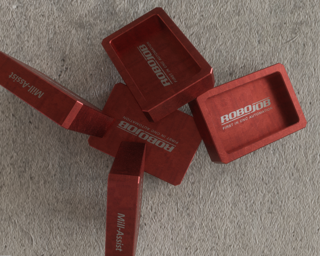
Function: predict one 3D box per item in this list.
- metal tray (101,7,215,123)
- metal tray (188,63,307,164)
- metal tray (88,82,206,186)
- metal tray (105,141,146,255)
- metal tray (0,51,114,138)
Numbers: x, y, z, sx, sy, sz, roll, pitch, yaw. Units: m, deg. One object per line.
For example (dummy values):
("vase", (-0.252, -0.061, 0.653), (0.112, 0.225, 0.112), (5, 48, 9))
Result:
("metal tray", (-0.005, -0.081, 0.379), (0.090, 0.030, 0.130), (-31, 61, -1))
("metal tray", (0.112, -0.019, 0.394), (0.131, 0.030, 0.090), (-22, 90, -15))
("metal tray", (-0.016, 0.008, 0.408), (0.131, 0.030, 0.090), (26, 90, -1))
("metal tray", (-0.039, 0.091, 0.359), (0.030, 0.090, 0.129), (6, 111, 0))
("metal tray", (-0.127, -0.038, 0.362), (0.130, 0.090, 0.030), (31, 90, 16))
